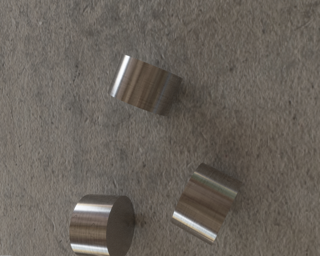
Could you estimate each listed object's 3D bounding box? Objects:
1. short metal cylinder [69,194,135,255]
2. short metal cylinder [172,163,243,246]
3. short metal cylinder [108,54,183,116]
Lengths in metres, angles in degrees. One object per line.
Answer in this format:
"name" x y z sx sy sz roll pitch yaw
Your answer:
"short metal cylinder" -0.072 0.128 0.404 0.050 0.080 0.079 -2 90 20
"short metal cylinder" 0.055 0.087 0.360 0.050 0.080 0.080 26 98 18
"short metal cylinder" -0.018 -0.053 0.385 0.080 0.080 0.050 24 98 18
